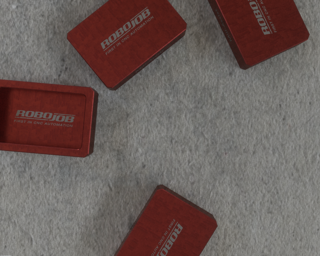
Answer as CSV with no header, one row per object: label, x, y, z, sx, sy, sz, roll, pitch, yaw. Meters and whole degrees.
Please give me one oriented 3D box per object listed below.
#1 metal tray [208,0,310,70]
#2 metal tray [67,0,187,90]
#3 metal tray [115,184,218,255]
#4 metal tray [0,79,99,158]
metal tray,0.125,-0.155,0.409,0.090,0.030,0.129,-26,90,-1
metal tray,-0.042,-0.123,0.407,0.130,0.030,0.090,-39,91,-1
metal tray,0.003,0.153,0.408,0.090,0.030,0.130,32,90,-1
metal tray,-0.152,-0.012,0.405,0.131,0.030,0.089,5,90,-1
